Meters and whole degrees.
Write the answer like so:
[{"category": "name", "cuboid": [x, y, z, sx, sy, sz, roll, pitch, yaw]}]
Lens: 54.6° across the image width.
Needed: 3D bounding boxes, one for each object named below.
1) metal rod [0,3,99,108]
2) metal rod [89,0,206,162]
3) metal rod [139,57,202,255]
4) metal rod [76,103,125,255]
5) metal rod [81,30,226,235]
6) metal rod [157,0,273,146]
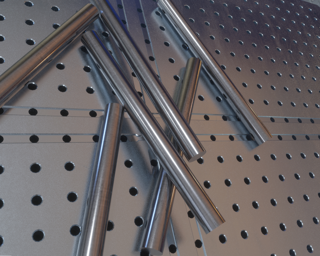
[{"category": "metal rod", "cuboid": [-0.158, -0.069, 0.364, 0.025, 0.025, 0.301, 34, 51, -6]}, {"category": "metal rod", "cuboid": [-0.027, -0.085, 0.426, 0.025, 0.025, 0.299, -16, 64, -34]}, {"category": "metal rod", "cuboid": [0.023, 0.012, 0.412, 0.025, 0.025, 0.300, 25, 53, -13]}, {"category": "metal rod", "cuboid": [-0.066, 0.101, 0.310, 0.025, 0.025, 0.300, 17, 55, -19]}, {"category": "metal rod", "cuboid": [-0.020, -0.010, 0.380, 0.025, 0.025, 0.299, -19, 65, -35]}, {"category": "metal rod", "cuboid": [0.085, -0.102, 0.515, 0.025, 0.025, 0.299, -24, 75, -36]}]
